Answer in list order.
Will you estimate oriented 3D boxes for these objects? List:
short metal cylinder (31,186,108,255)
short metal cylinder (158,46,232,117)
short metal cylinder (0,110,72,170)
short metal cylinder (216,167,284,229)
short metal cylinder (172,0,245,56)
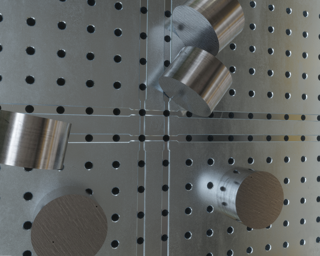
[{"bbox_3d":[-0.106,0.112,0.361,0.081,0.050,0.079,0,90,-20],"label":"short metal cylinder"},{"bbox_3d":[0.045,-0.059,0.401,0.080,0.080,0.050,40,77,-16],"label":"short metal cylinder"},{"bbox_3d":[-0.141,0.012,0.332,0.081,0.080,0.050,12,86,-20],"label":"short metal cylinder"},{"bbox_3d":[0.129,0.099,0.449,0.081,0.050,0.079,0,90,-20],"label":"short metal cylinder"},{"bbox_3d":[0.063,-0.140,0.408,0.050,0.080,0.080,-44,104,-15],"label":"short metal cylinder"}]
